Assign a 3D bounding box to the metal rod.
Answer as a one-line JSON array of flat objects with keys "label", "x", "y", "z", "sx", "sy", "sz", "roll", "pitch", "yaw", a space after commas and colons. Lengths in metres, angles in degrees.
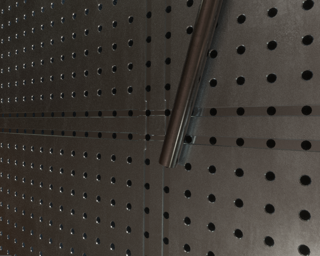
[{"label": "metal rod", "x": 0.047, "y": -0.095, "z": 0.369, "sx": 0.025, "sy": 0.025, "sz": 0.298, "roll": 23, "pitch": 104, "yaw": 37}]
